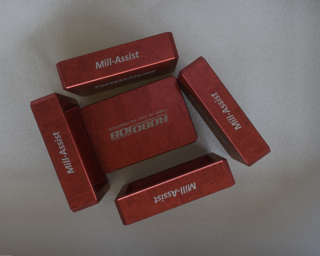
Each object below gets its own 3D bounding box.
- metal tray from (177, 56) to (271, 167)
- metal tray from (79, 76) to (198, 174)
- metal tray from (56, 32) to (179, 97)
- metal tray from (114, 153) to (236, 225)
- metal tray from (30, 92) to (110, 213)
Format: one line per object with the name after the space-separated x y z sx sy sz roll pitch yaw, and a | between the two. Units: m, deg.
0.072 -0.019 0.378 0.030 0.090 0.130 -36 90 1 | metal tray
-0.027 -0.004 0.406 0.131 0.030 0.090 -20 90 -1 | metal tray
-0.046 -0.073 0.376 0.131 0.090 0.030 -16 90 -1 | metal tray
0.016 0.069 0.377 0.131 0.090 0.030 -20 90 -1 | metal tray
-0.104 0.026 0.375 0.030 0.090 0.129 -21 90 0 | metal tray
